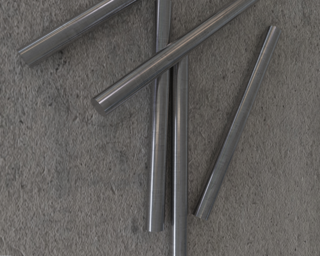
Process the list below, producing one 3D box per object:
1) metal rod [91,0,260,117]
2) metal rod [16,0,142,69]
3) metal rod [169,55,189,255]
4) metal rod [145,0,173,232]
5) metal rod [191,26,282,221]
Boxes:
[{"bbox_3d":[0.037,-0.111,0.400,0.301,0.025,0.025,-40,103,-24],"label":"metal rod"},{"bbox_3d":[-0.041,-0.167,0.393,0.301,0.025,0.025,-38,102,-16],"label":"metal rod"},{"bbox_3d":[0.026,0.050,0.418,0.025,0.025,0.298,0,90,-20],"label":"metal rod"},{"bbox_3d":[-0.001,-0.017,0.408,0.025,0.025,0.298,2,89,-20],"label":"metal rod"},{"bbox_3d":[0.114,-0.012,0.450,0.025,0.025,0.299,26,81,-18],"label":"metal rod"}]
